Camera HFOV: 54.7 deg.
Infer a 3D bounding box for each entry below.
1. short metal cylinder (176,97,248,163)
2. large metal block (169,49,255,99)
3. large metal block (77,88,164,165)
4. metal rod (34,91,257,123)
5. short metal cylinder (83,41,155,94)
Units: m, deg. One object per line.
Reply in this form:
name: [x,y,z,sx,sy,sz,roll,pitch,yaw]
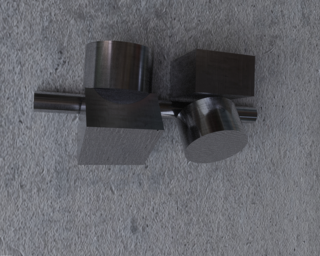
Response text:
short metal cylinder: [0.066,0.004,0.399,0.081,0.080,0.050,2,55,-20]
large metal block: [0.065,-0.065,0.405,0.081,0.080,0.050,1,90,-20]
large metal block: [-0.050,0.002,0.356,0.081,0.080,0.050,3,55,-21]
metal rod: [-0.004,-0.025,0.411,0.302,0.025,0.025,2,89,-20]
short metal cylinder: [-0.048,-0.066,0.363,0.081,0.080,0.050,4,89,-20]
